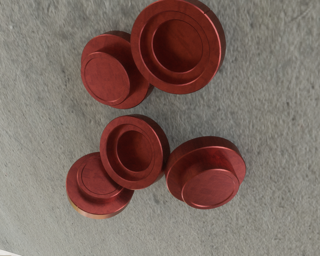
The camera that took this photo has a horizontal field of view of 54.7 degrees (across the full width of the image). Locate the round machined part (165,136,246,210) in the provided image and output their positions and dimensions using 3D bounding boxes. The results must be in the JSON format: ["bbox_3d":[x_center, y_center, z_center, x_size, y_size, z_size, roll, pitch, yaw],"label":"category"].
[{"bbox_3d":[0.056,0.061,0.375,0.099,0.042,0.097,-4,126,-5],"label":"round machined part"}]

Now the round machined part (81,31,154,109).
[{"bbox_3d":[-0.058,-0.066,0.384,0.098,0.042,0.097,13,124,20],"label":"round machined part"}]

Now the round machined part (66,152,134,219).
[{"bbox_3d":[-0.084,0.076,0.445,0.098,0.098,0.042,32,145,7],"label":"round machined part"}]

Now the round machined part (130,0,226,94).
[{"bbox_3d":[0.022,-0.089,0.329,0.098,0.042,0.097,13,124,20],"label":"round machined part"}]

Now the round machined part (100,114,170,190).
[{"bbox_3d":[-0.029,0.029,0.415,0.098,0.042,0.097,5,100,29],"label":"round machined part"}]
